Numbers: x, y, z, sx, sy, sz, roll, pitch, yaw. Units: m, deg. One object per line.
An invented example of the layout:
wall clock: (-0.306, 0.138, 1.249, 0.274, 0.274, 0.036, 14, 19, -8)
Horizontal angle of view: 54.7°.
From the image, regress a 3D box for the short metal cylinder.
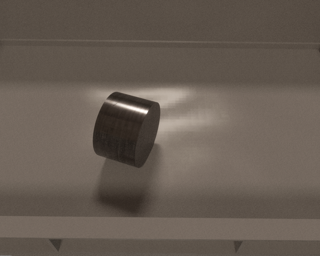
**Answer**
short metal cylinder: (-0.037, 0.002, 0.367, 0.050, 0.080, 0.080, 16, 52, 13)
